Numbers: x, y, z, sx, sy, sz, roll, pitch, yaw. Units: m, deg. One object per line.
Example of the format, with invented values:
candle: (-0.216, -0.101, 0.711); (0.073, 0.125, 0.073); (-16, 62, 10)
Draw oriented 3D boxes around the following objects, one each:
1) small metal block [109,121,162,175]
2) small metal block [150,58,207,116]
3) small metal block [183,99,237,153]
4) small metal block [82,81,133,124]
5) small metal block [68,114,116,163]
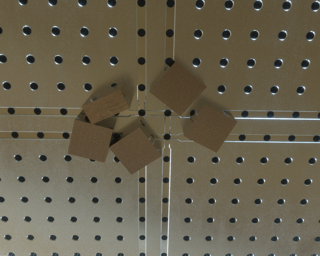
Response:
small metal block: (-0.033, 0.027, 0.423); (0.050, 0.025, 0.050); (-33, 107, 11)
small metal block: (0.022, -0.052, 0.395); (0.050, 0.025, 0.050); (38, 105, -13)
small metal block: (0.066, -0.003, 0.413); (0.050, 0.025, 0.050); (27, 108, -10)
small metal block: (-0.064, -0.033, 0.387); (0.050, 0.050, 0.025); (-22, 109, 7)
small metal block: (-0.092, 0.014, 0.417); (0.050, 0.025, 0.050); (15, 109, -6)
